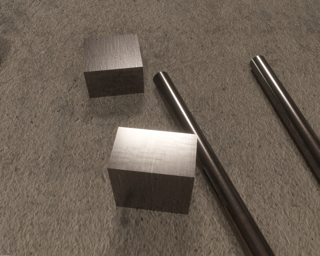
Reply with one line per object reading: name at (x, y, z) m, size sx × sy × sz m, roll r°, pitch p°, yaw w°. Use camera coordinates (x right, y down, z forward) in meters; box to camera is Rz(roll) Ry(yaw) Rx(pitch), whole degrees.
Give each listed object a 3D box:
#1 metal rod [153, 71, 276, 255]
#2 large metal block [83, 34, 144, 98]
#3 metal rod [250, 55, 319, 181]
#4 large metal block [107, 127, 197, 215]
metal rod at (0.053, 0.033, 0.376) m, size 0.025 × 0.025 × 0.300 m, roll -16°, pitch 52°, yaw -13°
large metal block at (-0.069, -0.094, 0.465) m, size 0.081 × 0.050 × 0.080 m, roll -7°, pitch 50°, yaw -6°
metal rod at (0.185, 0.007, 0.399) m, size 0.025 × 0.025 × 0.300 m, roll -9°, pitch 51°, yaw -8°
large metal block at (-0.006, 0.047, 0.328) m, size 0.080 × 0.080 × 0.050 m, roll 6°, pitch 50°, yaw 4°
